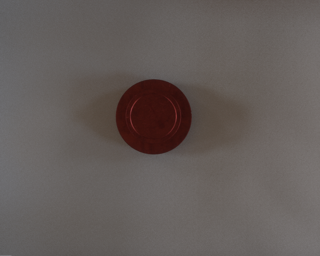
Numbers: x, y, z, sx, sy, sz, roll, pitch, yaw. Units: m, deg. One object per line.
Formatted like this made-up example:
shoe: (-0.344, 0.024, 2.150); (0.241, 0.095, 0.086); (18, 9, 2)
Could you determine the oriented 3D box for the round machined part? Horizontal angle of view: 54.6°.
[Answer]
round machined part: (-0.008, -0.014, 0.400); (0.099, 0.042, 0.097); (0, 90, 0)
